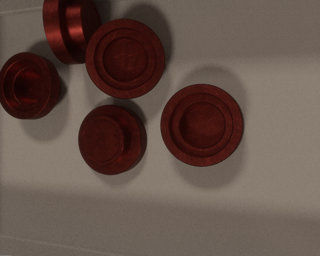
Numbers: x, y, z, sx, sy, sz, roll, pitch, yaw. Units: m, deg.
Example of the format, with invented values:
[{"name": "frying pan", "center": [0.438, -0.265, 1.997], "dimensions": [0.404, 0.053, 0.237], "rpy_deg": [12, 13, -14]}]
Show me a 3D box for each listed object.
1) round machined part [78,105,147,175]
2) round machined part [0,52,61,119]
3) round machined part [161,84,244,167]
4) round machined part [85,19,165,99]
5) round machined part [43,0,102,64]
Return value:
[{"name": "round machined part", "center": [-0.071, 0.017, 0.425], "dimensions": [0.098, 0.042, 0.097], "rpy_deg": [0, 90, 19]}, {"name": "round machined part", "center": [-0.191, -0.061, 0.467], "dimensions": [0.098, 0.042, 0.097], "rpy_deg": [0, 90, 19]}, {"name": "round machined part", "center": [0.054, -0.003, 0.382], "dimensions": [0.098, 0.042, 0.097], "rpy_deg": [0, 90, 19]}, {"name": "round machined part", "center": [-0.045, -0.088, 0.402], "dimensions": [0.099, 0.042, 0.097], "rpy_deg": [-2, 102, -8]}, {"name": "round machined part", "center": [-0.108, -0.134, 0.409], "dimensions": [0.042, 0.098, 0.097], "rpy_deg": [-2, 89, 12]}]
